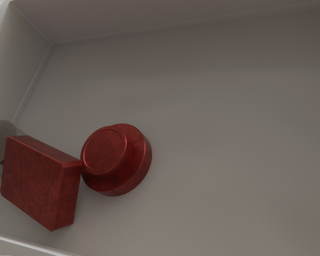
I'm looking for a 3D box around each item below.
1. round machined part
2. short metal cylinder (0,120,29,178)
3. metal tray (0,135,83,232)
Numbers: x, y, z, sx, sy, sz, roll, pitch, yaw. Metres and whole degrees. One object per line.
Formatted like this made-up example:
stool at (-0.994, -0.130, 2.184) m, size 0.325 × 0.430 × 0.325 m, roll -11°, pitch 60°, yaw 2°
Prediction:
round machined part at (-0.064, 0.036, 0.404) m, size 0.098 × 0.042 × 0.098 m, roll -13°, pitch 56°, yaw 20°
short metal cylinder at (-0.246, 0.034, 0.485) m, size 0.080 × 0.050 × 0.080 m, roll -6°, pitch 61°, yaw 11°
metal tray at (-0.164, 0.069, 0.417) m, size 0.130 × 0.030 × 0.089 m, roll 17°, pitch 101°, yaw 34°
